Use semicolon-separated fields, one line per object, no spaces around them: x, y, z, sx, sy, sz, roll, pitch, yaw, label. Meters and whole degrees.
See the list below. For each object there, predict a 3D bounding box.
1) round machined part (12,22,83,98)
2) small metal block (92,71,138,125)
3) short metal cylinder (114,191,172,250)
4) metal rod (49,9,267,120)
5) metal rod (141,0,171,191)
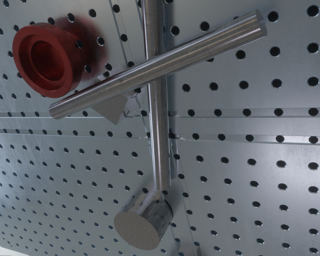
-0.145;-0.093;0.419;0.098;0.042;0.097;13;124;21;round machined part
-0.065;-0.040;0.421;0.050;0.025;0.050;35;129;5;small metal block
-0.027;0.150;0.502;0.080;0.050;0.079;13;124;21;short metal cylinder
-0.029;-0.058;0.357;0.300;0.025;0.025;-16;110;35;metal rod
-0.003;-0.043;0.385;0.025;0.025;0.298;11;123;22;metal rod
